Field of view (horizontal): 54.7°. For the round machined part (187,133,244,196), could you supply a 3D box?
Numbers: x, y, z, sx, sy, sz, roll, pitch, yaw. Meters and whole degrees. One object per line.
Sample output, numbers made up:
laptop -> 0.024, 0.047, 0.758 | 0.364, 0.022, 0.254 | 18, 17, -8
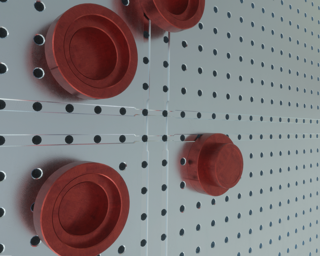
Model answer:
round machined part -> 0.091, 0.057, 0.478 | 0.099, 0.042, 0.097 | 0, 90, -40

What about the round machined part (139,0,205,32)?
round machined part -> 0.011, -0.176, 0.409 | 0.099, 0.042, 0.097 | 0, 90, -40

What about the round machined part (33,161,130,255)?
round machined part -> -0.084, 0.084, 0.329 | 0.099, 0.042, 0.097 | 0, 90, -40

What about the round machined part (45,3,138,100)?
round machined part -> -0.076, -0.079, 0.336 | 0.099, 0.042, 0.097 | 0, 90, -40
